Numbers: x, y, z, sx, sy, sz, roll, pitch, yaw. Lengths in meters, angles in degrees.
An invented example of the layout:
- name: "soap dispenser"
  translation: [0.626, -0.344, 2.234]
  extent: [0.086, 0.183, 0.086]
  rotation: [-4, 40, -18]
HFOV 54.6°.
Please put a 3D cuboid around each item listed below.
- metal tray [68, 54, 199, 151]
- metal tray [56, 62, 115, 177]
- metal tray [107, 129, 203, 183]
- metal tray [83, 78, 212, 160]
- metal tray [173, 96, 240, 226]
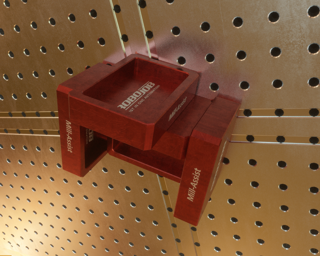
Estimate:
- name: "metal tray"
  translation: [-0.022, -0.036, 0.332]
  extent: [0.090, 0.131, 0.030]
  rotation: [20, 127, 16]
- name: "metal tray"
  translation: [-0.091, -0.011, 0.411]
  extent: [0.030, 0.090, 0.129]
  rotation: [20, 126, 16]
- name: "metal tray"
  translation: [-0.008, 0.016, 0.422]
  extent: [0.130, 0.030, 0.089]
  rotation: [20, 126, 16]
- name: "metal tray"
  translation: [-0.014, -0.020, 0.364]
  extent: [0.130, 0.090, 0.030]
  rotation: [20, 126, 16]
- name: "metal tray"
  translation: [0.055, 0.039, 0.364]
  extent: [0.030, 0.090, 0.129]
  rotation: [20, 126, 17]
